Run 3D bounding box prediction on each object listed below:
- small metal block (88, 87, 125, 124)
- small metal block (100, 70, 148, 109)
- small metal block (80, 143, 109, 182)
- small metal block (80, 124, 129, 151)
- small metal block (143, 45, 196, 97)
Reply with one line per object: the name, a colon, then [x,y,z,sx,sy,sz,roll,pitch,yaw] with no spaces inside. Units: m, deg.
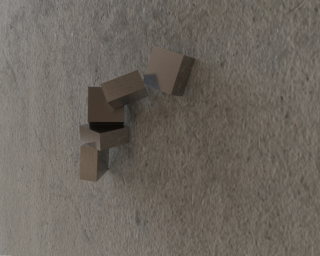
small metal block: [-0.077,-0.031,0.445,0.025,0.050,0.050,138,132,-79]
small metal block: [-0.046,-0.049,0.409,0.050,0.050,0.025,-22,83,-2]
small metal block: [-0.096,0.045,0.458,0.025,0.050,0.050,7,103,9]
small metal block: [-0.080,0.009,0.448,0.050,0.050,0.025,17,113,42]
small metal block: [0.011,-0.073,0.394,0.050,0.025,0.050,28,107,36]
